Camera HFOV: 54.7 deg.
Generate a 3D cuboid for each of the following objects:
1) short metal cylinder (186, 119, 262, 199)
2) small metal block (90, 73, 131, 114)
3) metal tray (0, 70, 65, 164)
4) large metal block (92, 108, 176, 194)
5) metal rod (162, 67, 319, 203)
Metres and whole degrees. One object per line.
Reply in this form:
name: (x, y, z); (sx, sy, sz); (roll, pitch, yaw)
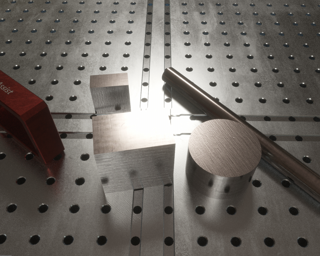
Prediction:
short metal cylinder: (0.072, 0.036, 0.362); (0.081, 0.050, 0.080); (0, 50, 0)
small metal block: (-0.068, -0.048, 0.431); (0.050, 0.050, 0.025); (-5, 51, -5)
metal tray: (-0.180, -0.021, 0.380); (0.130, 0.089, 0.030); (32, 57, 23)
large metal block: (-0.029, 0.027, 0.349); (0.081, 0.080, 0.050); (-8, 51, -7)
metal rod: (0.110, 0.005, 0.404); (0.025, 0.025, 0.300); (-33, 58, -25)
